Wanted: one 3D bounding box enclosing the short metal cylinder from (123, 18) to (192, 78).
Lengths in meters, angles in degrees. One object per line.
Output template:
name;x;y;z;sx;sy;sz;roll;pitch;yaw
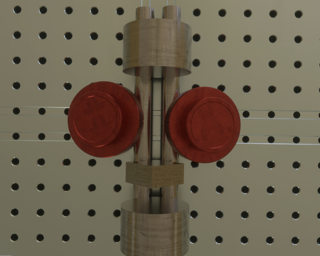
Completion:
short metal cylinder;-0.003;-0.090;0.363;0.081;0.080;0.050;1;90;0

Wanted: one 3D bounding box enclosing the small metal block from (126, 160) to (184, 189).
small metal block;-0.006;0.055;0.377;0.050;0.050;0.025;1;90;-42

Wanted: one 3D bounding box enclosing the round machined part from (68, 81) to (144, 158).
round machined part;-0.073;-0.011;0.392;0.098;0.042;0.097;0;90;14

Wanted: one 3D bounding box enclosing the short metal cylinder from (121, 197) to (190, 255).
short metal cylinder;-0.006;0.115;0.364;0.081;0.080;0.050;1;90;0

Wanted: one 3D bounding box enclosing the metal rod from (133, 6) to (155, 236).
metal rod;-0.022;-0.008;0.412;0.025;0.025;0.298;1;90;0

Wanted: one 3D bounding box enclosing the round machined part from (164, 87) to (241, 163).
round machined part;0.059;-0.004;0.392;0.099;0.042;0.097;0;90;-15

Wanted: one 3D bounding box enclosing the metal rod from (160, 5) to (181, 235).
metal rod;0.013;-0.009;0.412;0.025;0.025;0.298;1;90;0
